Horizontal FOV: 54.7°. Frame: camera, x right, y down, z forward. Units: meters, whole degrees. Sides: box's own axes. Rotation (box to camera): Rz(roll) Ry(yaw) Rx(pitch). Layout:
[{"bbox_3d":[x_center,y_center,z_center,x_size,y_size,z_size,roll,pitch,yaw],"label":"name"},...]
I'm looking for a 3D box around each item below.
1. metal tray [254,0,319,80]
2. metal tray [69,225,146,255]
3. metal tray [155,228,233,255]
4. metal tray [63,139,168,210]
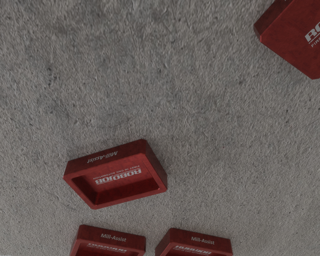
[{"bbox_3d":[0.171,-0.120,0.303,0.090,0.030,0.129,27,125,-22],"label":"metal tray"},{"bbox_3d":[-0.102,0.236,0.603,0.131,0.030,0.089,16,128,-14],"label":"metal tray"},{"bbox_3d":[0.065,0.245,0.612,0.131,0.030,0.089,16,128,-14],"label":"metal tray"},{"bbox_3d":[-0.064,0.073,0.464,0.130,0.030,0.090,-17,128,14],"label":"metal tray"}]
